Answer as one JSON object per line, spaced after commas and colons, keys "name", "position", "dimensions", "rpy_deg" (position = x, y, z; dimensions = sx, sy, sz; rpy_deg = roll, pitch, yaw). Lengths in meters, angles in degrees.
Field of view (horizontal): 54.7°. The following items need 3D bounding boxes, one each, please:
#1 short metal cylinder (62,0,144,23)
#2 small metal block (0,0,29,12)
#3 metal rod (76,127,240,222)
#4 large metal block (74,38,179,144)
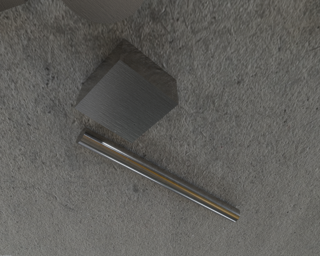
{"name": "short metal cylinder", "position": [-0.049, -0.140, 0.271], "dimensions": [0.081, 0.050, 0.079], "rpy_deg": [0, 130, 0]}
{"name": "small metal block", "position": [-0.157, -0.137, 0.288], "dimensions": [0.050, 0.025, 0.050], "rpy_deg": [-14, 129, 11]}
{"name": "metal rod", "position": [0.012, 0.080, 0.475], "dimensions": [0.301, 0.025, 0.025], "rpy_deg": [31, 123, -24]}
{"name": "large metal block", "position": [-0.037, -0.040, 0.356], "dimensions": [0.080, 0.050, 0.080], "rpy_deg": [35, 122, -26]}
